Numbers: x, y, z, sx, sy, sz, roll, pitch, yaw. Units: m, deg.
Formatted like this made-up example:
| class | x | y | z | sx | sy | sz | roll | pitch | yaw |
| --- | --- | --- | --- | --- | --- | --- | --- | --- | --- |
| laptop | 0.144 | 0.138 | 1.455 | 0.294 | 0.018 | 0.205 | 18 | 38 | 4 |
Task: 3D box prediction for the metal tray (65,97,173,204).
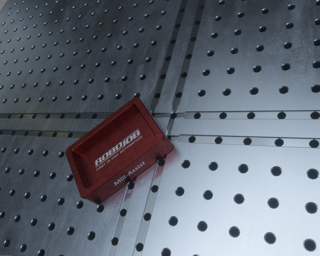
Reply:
| class | x | y | z | sx | sy | sz | roll | pitch | yaw |
| --- | --- | --- | --- | --- | --- | --- | --- | --- | --- |
| metal tray | -0.058 | 0.028 | 0.419 | 0.130 | 0.030 | 0.090 | -37 | 51 | 3 |
